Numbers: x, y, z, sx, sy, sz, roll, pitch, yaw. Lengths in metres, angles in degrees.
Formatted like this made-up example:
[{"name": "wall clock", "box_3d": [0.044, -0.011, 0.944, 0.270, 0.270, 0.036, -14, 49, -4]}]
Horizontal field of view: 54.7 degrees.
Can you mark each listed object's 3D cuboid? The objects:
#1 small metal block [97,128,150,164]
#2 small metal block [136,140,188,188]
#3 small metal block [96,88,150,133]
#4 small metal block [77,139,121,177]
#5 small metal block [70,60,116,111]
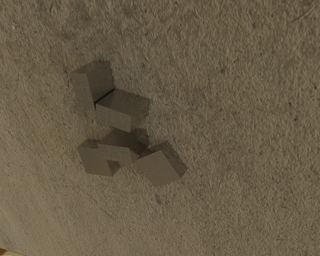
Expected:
[{"name": "small metal block", "box_3d": [-0.050, 0.022, 0.431, 0.050, 0.050, 0.025, 5, 121, 25]}, {"name": "small metal block", "box_3d": [0.002, 0.052, 0.438, 0.050, 0.025, 0.050, -25, 105, 37]}, {"name": "small metal block", "box_3d": [-0.047, -0.024, 0.401, 0.050, 0.050, 0.025, 19, 126, 17]}, {"name": "small metal block", "box_3d": [-0.096, 0.046, 0.486, 0.050, 0.025, 0.050, 2, 120, 27]}, {"name": "small metal block", "box_3d": [-0.084, -0.056, 0.401, 0.025, 0.050, 0.050, 6, 121, 25]}]
